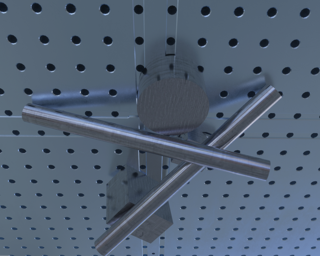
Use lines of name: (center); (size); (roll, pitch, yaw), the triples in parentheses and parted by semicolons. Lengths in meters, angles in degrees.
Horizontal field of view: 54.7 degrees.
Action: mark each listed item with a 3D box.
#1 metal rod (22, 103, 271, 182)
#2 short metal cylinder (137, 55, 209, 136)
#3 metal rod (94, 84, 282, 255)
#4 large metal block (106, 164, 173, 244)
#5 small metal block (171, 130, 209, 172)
metal rod: (-0.023, 0.015, 0.374); (0.301, 0.025, 0.025); (13, 130, 7)
short metal cylinder: (0.014, -0.037, 0.364); (0.081, 0.050, 0.079); (0, 130, 0)
metal rod: (0.031, 0.057, 0.394); (0.300, 0.025, 0.025); (-43, 120, 6)
large metal block: (-0.033, 0.113, 0.466); (0.080, 0.080, 0.050); (34, 111, -26)
small metal block: (0.049, 0.031, 0.439); (0.050, 0.025, 0.050); (20, 127, -17)
